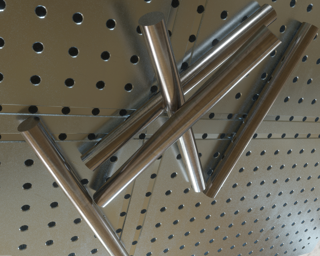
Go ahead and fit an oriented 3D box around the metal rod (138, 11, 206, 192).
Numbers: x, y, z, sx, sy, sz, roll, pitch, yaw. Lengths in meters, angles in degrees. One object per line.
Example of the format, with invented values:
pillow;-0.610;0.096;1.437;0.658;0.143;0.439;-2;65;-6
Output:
metal rod;0.027;-0.004;0.395;0.025;0.025;0.299;-30;137;-9

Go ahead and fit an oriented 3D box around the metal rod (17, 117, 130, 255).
metal rod;-0.100;0.108;0.422;0.025;0.025;0.299;-28;128;-11

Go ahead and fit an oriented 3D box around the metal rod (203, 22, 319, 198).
metal rod;0.147;-0.017;0.480;0.025;0.025;0.298;15;110;-34

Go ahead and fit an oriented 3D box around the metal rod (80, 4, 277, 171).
metal rod;0.024;-0.052;0.391;0.300;0.025;0.025;-40;129;-1

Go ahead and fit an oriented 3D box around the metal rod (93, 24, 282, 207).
metal rod;0.013;0.004;0.361;0.025;0.025;0.299;23;124;-37
